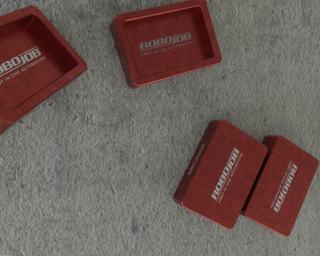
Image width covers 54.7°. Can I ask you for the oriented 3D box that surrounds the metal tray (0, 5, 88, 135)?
[{"bbox_3d":[-0.145,-0.064,0.314,0.090,0.030,0.131,50,39,-13],"label":"metal tray"}]

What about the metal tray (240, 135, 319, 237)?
[{"bbox_3d":[0.179,0.087,0.472,0.090,0.030,0.130,30,80,-18],"label":"metal tray"}]

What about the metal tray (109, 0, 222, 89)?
[{"bbox_3d":[0.010,-0.112,0.409,0.131,0.030,0.090,-19,97,-19],"label":"metal tray"}]

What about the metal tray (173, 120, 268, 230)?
[{"bbox_3d":[0.087,0.064,0.439,0.090,0.030,0.130,30,80,-18],"label":"metal tray"}]
